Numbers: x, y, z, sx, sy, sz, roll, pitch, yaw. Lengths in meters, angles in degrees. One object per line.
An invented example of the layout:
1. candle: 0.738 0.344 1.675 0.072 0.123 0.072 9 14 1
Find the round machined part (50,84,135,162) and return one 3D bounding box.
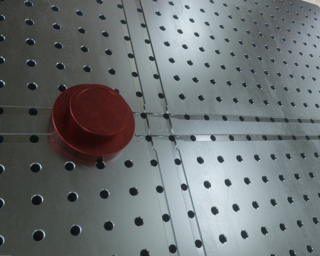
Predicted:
1. round machined part: -0.075 -0.013 0.364 0.099 0.042 0.098 13 56 -21
